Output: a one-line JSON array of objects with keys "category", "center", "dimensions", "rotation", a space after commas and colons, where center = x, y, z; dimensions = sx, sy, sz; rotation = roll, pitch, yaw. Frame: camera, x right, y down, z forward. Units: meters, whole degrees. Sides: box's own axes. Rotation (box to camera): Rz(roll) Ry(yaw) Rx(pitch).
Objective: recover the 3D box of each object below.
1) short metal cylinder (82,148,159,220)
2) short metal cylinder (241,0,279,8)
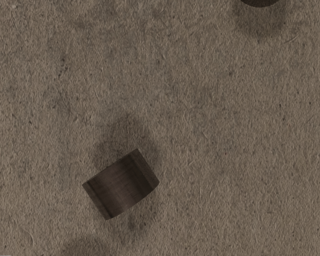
[{"category": "short metal cylinder", "center": [-0.048, 0.068, 0.382], "dimensions": [0.080, 0.080, 0.050], "rotation": [-33, 91, 0]}, {"category": "short metal cylinder", "center": [0.137, -0.205, 0.399], "dimensions": [0.081, 0.050, 0.079], "rotation": [0, 90, -1]}]
